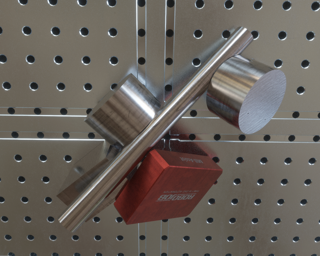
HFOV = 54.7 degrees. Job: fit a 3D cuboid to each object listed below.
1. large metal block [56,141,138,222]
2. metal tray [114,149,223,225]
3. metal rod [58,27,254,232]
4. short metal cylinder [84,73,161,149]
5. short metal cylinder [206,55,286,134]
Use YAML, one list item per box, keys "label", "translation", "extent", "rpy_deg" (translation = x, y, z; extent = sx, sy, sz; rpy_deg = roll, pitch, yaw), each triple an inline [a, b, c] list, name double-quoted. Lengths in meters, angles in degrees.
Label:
- label: "large metal block"
  translation: [-0.077, 0.061, 0.405]
  extent: [0.080, 0.080, 0.050]
  rpy_deg: [-38, 106, 12]
- label: "metal tray"
  translation: [0.016, 0.076, 0.396]
  extent: [0.131, 0.030, 0.090]
  rpy_deg: [13, 117, -50]
- label: "metal rod"
  translation: [0.001, -0.004, 0.355]
  extent: [0.025, 0.025, 0.300]
  rpy_deg: [45, 82, -15]
- label: "short metal cylinder"
  translation: [-0.045, -0.020, 0.376]
  extent: [0.080, 0.080, 0.050]
  rpy_deg: [-41, 105, 13]
- label: "short metal cylinder"
  translation: [0.102, -0.040, 0.366]
  extent: [0.081, 0.050, 0.079]
  rpy_deg: [-24, 132, -29]
